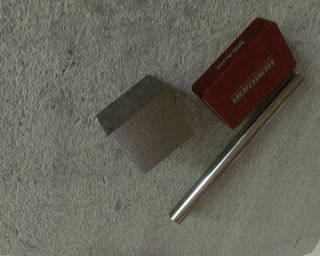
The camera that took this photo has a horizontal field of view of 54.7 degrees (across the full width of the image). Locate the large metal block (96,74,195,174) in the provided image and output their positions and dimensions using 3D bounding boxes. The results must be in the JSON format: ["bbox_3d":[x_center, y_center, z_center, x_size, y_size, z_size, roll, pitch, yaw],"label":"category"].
[{"bbox_3d":[-0.017,-0.004,0.380,0.080,0.050,0.080,-39,130,-2],"label":"large metal block"}]

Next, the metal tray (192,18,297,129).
[{"bbox_3d":[0.117,-0.071,0.424,0.130,0.030,0.090,-47,129,4],"label":"metal tray"}]

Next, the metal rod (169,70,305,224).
[{"bbox_3d":[0.118,0.035,0.492,0.025,0.025,0.299,33,100,-38],"label":"metal rod"}]
